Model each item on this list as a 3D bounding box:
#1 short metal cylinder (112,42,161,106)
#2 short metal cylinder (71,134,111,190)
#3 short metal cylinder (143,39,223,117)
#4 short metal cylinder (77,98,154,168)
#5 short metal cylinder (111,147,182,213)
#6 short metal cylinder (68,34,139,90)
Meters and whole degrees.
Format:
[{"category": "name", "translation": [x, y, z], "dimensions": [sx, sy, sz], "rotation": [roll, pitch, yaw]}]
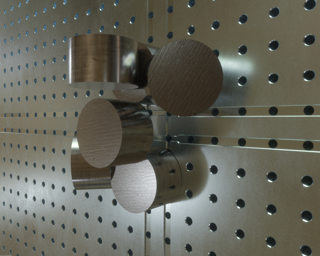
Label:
[{"category": "short metal cylinder", "translation": [-0.021, -0.069, 0.410], "dimensions": [0.080, 0.050, 0.079], "rotation": [1, 91, 40]}, {"category": "short metal cylinder", "translation": [-0.093, 0.047, 0.444], "dimensions": [0.050, 0.080, 0.080], "rotation": [-2, 89, -4]}, {"category": "short metal cylinder", "translation": [0.023, -0.055, 0.345], "dimensions": [0.050, 0.081, 0.079], "rotation": [-138, 56, -78]}, {"category": "short metal cylinder", "translation": [-0.055, 0.006, 0.372], "dimensions": [0.080, 0.050, 0.079], "rotation": [0, 90, 40]}, {"category": "short metal cylinder", "translation": [-0.019, 0.067, 0.408], "dimensions": [0.080, 0.050, 0.079], "rotation": [1, 91, 39]}, {"category": "short metal cylinder", "translation": [-0.065, -0.073, 0.360], "dimensions": [0.080, 0.081, 0.050], "rotation": [1, 91, 40]}]
